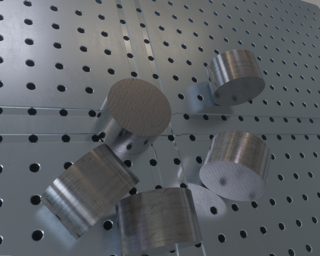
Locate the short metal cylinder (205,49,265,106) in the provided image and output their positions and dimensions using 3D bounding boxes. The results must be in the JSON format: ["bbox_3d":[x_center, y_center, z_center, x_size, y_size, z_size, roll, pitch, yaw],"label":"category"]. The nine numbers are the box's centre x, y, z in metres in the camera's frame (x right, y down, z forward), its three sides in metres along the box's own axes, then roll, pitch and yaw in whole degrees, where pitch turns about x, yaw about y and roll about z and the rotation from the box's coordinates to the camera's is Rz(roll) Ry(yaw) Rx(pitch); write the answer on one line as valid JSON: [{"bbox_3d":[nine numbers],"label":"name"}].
[{"bbox_3d":[0.115,-0.076,0.481,0.081,0.080,0.050,4,60,-26],"label":"short metal cylinder"}]

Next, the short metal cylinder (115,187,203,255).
[{"bbox_3d":[-0.002,0.097,0.313,0.081,0.080,0.050,2,61,-27],"label":"short metal cylinder"}]

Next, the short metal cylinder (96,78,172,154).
[{"bbox_3d":[-0.033,-0.014,0.383,0.081,0.050,0.080,13,56,-20],"label":"short metal cylinder"}]

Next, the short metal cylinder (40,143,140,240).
[{"bbox_3d":[-0.066,0.060,0.300,0.050,0.080,0.080,47,51,4],"label":"short metal cylinder"}]

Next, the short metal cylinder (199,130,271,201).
[{"bbox_3d":[0.096,0.049,0.395,0.080,0.080,0.050,33,51,-7],"label":"short metal cylinder"}]
